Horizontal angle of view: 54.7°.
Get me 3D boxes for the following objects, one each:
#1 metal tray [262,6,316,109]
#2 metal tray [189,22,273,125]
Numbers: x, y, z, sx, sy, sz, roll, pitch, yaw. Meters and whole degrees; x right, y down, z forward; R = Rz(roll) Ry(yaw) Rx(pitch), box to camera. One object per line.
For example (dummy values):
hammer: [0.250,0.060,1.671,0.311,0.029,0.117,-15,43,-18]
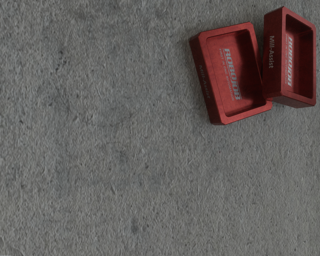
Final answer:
metal tray: [0.193,-0.100,0.457,0.091,0.030,0.129,10,80,-34]
metal tray: [0.103,-0.077,0.443,0.091,0.030,0.129,-18,96,-19]
